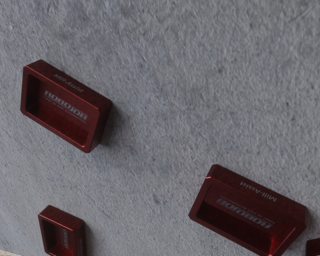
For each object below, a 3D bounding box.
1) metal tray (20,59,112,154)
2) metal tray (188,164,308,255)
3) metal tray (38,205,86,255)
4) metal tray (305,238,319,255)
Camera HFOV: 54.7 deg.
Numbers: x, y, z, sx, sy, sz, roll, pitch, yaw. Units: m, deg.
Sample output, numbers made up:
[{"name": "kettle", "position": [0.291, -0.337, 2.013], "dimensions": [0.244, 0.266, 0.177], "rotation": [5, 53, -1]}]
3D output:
[{"name": "metal tray", "position": [-0.142, -0.031, 0.456], "dimensions": [0.130, 0.030, 0.089], "rotation": [31, 128, 8]}, {"name": "metal tray", "position": [0.112, 0.114, 0.413], "dimensions": [0.130, 0.030, 0.089], "rotation": [25, 127, 12]}, {"name": "metal tray", "position": [-0.203, 0.230, 0.648], "dimensions": [0.090, 0.030, 0.129], "rotation": [18, 126, 17]}, {"name": "metal tray", "position": [0.257, 0.189, 0.384], "dimensions": [0.090, 0.030, 0.130], "rotation": [-33, 100, 38]}]
